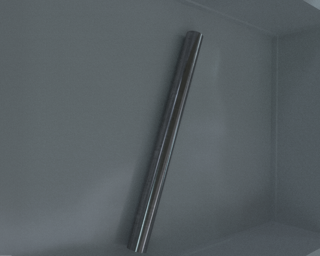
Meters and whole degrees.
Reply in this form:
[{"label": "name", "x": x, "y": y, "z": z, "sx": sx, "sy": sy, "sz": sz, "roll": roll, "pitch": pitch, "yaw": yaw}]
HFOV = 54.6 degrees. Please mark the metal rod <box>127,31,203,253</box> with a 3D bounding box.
[{"label": "metal rod", "x": 0.011, "y": 0.008, "z": 0.411, "sx": 0.025, "sy": 0.025, "sz": 0.299, "roll": 25, "pitch": 74, "yaw": -37}]
